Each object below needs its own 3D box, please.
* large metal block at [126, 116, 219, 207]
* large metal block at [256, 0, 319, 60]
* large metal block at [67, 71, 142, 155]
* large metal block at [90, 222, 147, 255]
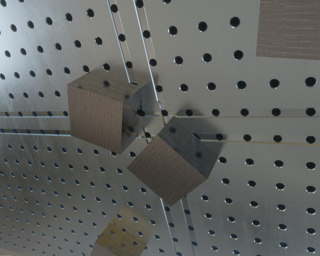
[{"bbox_3d":[0.016,0.046,0.414,0.080,0.050,0.080,42,129,-1],"label":"large metal block"},{"bbox_3d":[0.130,-0.104,0.262,0.080,0.050,0.079,9,123,23],"label":"large metal block"},{"bbox_3d":[-0.074,-0.022,0.419,0.080,0.050,0.079,19,126,17],"label":"large metal block"},{"bbox_3d":[-0.082,0.237,0.583,0.080,0.050,0.079,30,128,8],"label":"large metal block"}]
